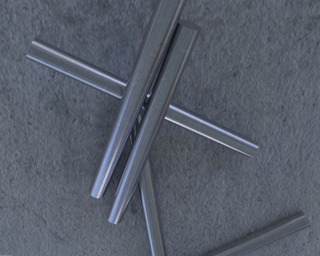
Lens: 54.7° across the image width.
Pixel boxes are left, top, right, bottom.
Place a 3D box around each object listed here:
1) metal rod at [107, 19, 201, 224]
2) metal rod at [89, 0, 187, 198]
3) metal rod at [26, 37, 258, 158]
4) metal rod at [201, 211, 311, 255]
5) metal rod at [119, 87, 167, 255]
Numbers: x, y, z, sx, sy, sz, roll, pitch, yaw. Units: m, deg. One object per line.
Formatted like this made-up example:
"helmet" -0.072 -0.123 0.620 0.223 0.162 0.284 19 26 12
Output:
"metal rod" -0.020 0.017 0.377 0.025 0.025 0.298 18 124 -7
"metal rod" -0.037 -0.016 0.353 0.025 0.025 0.298 20 128 -8
"metal rod" -0.006 -0.028 0.377 0.302 0.025 0.025 24 109 -18
"metal rod" 0.088 0.205 0.486 0.301 0.025 0.025 -28 108 9
"metal rod" -0.019 0.081 0.439 0.025 0.025 0.298 -8 110 2
